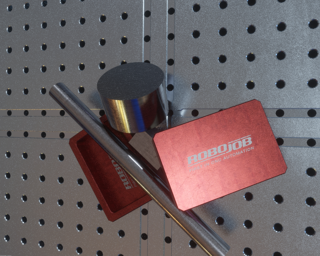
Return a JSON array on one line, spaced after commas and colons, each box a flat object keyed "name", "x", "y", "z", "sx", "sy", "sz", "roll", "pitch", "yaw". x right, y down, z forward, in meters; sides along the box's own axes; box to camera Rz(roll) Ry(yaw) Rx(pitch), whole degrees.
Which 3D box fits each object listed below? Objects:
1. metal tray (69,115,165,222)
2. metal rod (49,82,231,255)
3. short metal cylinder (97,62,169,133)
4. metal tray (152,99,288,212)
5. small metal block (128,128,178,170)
[{"name": "metal tray", "x": -0.058, "y": 0.050, "z": 0.426, "sx": 0.090, "sy": 0.030, "sz": 0.130, "roll": -33, "pitch": 80, "yaw": 17}, {"name": "metal rod", "x": -0.035, "y": 0.046, "z": 0.389, "sx": 0.300, "sy": 0.025, "sz": 0.025, "roll": 43, "pitch": 103, "yaw": 14}, {"name": "short metal cylinder", "x": -0.032, "y": -0.039, "z": 0.384, "sx": 0.080, "sy": 0.080, "sz": 0.050, "roll": 9, "pitch": 135, "yaw": 19}, {"name": "metal tray", "x": 0.066, "y": 0.030, "z": 0.355, "sx": 0.131, "sy": 0.030, "sz": 0.090, "roll": -19, "pitch": 83, "yaw": -6}, {"name": "small metal block", "x": -0.005, "y": 0.025, "z": 0.396, "sx": 0.050, "sy": 0.050, "sz": 0.025, "roll": 42, "pitch": 103, "yaw": 15}]
